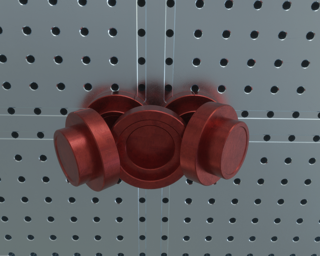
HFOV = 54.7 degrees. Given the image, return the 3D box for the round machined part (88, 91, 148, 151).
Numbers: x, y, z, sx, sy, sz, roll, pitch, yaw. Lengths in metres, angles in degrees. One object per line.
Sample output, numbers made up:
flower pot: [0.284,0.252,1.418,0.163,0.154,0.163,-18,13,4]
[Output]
round machined part: [-0.056,0.004,0.405,0.099,0.042,0.097,0,110,-1]

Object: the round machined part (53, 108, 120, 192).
round machined part: [-0.090,0.029,0.359,0.042,0.098,0.097,-20,115,-33]

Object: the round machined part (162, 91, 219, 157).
round machined part: [0.043,0.004,0.406,0.099,0.042,0.097,0,110,-1]

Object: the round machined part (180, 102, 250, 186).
round machined part: [0.069,0.021,0.359,0.042,0.099,0.097,17,116,37]

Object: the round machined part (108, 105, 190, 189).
round machined part: [-0.011,0.019,0.365,0.099,0.042,0.097,0,110,-1]
